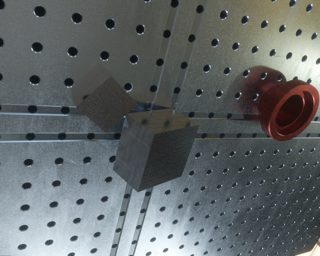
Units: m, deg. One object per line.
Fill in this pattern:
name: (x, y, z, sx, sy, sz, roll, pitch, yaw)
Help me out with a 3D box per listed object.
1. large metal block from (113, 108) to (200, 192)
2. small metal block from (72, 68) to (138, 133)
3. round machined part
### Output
large metal block: (-0.005, 0.025, 0.392, 0.081, 0.050, 0.079, -10, 125, -45)
small metal block: (-0.063, -0.031, 0.357, 0.050, 0.025, 0.050, -42, 130, 1)
round machined part: (0.197, -0.031, 0.488, 0.099, 0.042, 0.097, -14, 124, -21)
